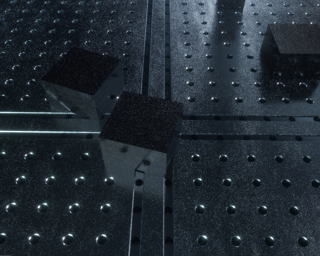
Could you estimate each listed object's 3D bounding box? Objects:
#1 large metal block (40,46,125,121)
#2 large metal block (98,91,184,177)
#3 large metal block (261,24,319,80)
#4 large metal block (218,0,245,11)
[{"bbox_3d":[-0.106,-0.065,0.445,0.080,0.050,0.080,18,52,14],"label":"large metal block"},{"bbox_3d":[-0.020,0.006,0.386,0.080,0.050,0.080,13,51,10],"label":"large metal block"},{"bbox_3d":[0.217,-0.124,0.498,0.081,0.050,0.080,0,50,0],"label":"large metal block"},{"bbox_3d":[0.148,-0.295,0.622,0.050,0.080,0.080,6,50,4],"label":"large metal block"}]
